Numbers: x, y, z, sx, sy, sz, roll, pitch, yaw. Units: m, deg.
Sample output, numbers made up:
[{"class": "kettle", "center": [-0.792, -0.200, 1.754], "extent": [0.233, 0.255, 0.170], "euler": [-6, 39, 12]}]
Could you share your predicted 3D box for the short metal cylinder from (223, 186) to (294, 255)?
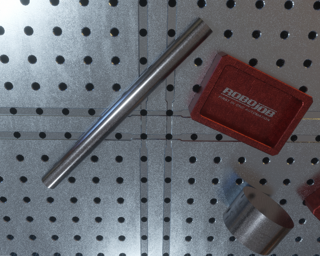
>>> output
[{"class": "short metal cylinder", "center": [0.136, 0.127, 0.432], "extent": [0.080, 0.080, 0.050], "euler": [29, 108, -10]}]

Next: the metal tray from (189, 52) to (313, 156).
[{"class": "metal tray", "center": [0.114, -0.030, 0.400], "extent": [0.131, 0.030, 0.089], "euler": [24, 108, -9]}]

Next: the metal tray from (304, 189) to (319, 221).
[{"class": "metal tray", "center": [0.294, 0.102, 0.451], "extent": [0.130, 0.030, 0.090], "euler": [-43, 105, 14]}]

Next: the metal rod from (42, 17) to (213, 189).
[{"class": "metal rod", "center": [-0.051, -0.023, 0.404], "extent": [0.025, 0.025, 0.299], "euler": [43, 104, -14]}]
